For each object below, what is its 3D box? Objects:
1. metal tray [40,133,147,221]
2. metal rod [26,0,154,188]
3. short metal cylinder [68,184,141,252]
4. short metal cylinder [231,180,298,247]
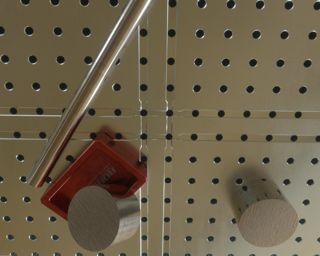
[{"bbox_3d":[-0.092,0.081,0.439,0.090,0.030,0.130,41,105,-14],"label":"metal tray"},{"bbox_3d":[-0.096,-0.042,0.396,0.025,0.025,0.299,31,107,-11],"label":"metal rod"},{"bbox_3d":[-0.073,0.115,0.407,0.080,0.050,0.080,-3,82,26],"label":"short metal cylinder"},{"bbox_3d":[0.148,0.122,0.446,0.081,0.050,0.079,0,110,0],"label":"short metal cylinder"}]
